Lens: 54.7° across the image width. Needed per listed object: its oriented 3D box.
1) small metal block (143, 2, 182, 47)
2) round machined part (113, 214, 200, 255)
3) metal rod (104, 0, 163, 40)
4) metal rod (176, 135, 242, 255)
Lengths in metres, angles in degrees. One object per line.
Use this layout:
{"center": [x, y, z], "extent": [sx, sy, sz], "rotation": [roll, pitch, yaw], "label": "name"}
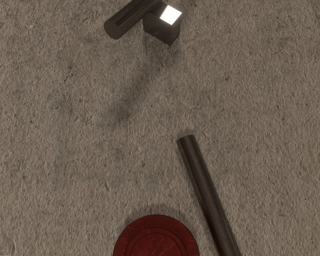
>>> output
{"center": [0.002, -0.154, 0.451], "extent": [0.050, 0.050, 0.025], "rotation": [34, 73, 11], "label": "small metal block"}
{"center": [-0.004, 0.147, 0.345], "extent": [0.099, 0.042, 0.098], "rotation": [0, 70, -1], "label": "round machined part"}
{"center": [0.021, -0.217, 0.447], "extent": [0.025, 0.025, 0.301], "rotation": [31, 57, 10], "label": "metal rod"}
{"center": [0.081, 0.147, 0.355], "extent": [0.025, 0.025, 0.299], "rotation": [-17, 71, -7], "label": "metal rod"}
